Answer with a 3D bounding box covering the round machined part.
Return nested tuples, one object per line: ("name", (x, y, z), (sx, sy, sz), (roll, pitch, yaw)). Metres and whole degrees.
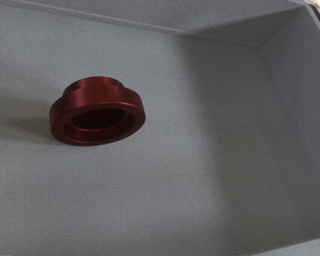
("round machined part", (-0.068, -0.020, 0.335), (0.099, 0.097, 0.042), (-1, 62, -29))
